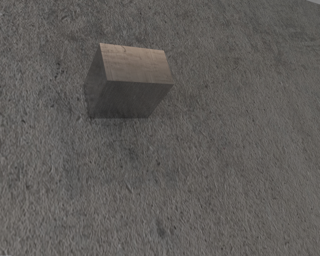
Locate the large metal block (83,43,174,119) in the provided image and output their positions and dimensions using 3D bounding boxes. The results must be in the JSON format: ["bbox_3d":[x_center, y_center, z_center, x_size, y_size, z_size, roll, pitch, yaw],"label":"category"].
[{"bbox_3d":[-0.041,-0.053,0.378,0.081,0.080,0.050,-1,62,-29],"label":"large metal block"}]
